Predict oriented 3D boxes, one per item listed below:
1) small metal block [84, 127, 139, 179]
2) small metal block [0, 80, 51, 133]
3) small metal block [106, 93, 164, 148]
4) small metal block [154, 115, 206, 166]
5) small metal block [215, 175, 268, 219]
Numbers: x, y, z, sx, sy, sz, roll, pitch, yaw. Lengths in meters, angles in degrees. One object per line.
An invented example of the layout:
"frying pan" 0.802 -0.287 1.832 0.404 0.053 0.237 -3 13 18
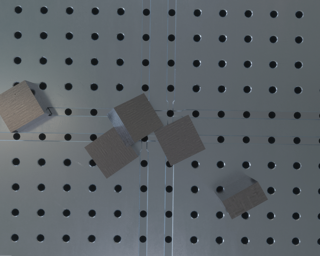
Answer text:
"small metal block" -0.063 0.031 0.413 0.050 0.025 0.050 -35 90 0
"small metal block" -0.183 -0.028 0.412 0.050 0.025 0.050 -30 90 0
"small metal block" -0.032 -0.010 0.401 0.050 0.025 0.050 -31 90 -35
"small metal block" 0.026 0.016 0.414 0.050 0.025 0.050 -26 90 0
"small metal block" 0.103 0.088 0.402 0.050 0.050 0.025 -29 90 0
